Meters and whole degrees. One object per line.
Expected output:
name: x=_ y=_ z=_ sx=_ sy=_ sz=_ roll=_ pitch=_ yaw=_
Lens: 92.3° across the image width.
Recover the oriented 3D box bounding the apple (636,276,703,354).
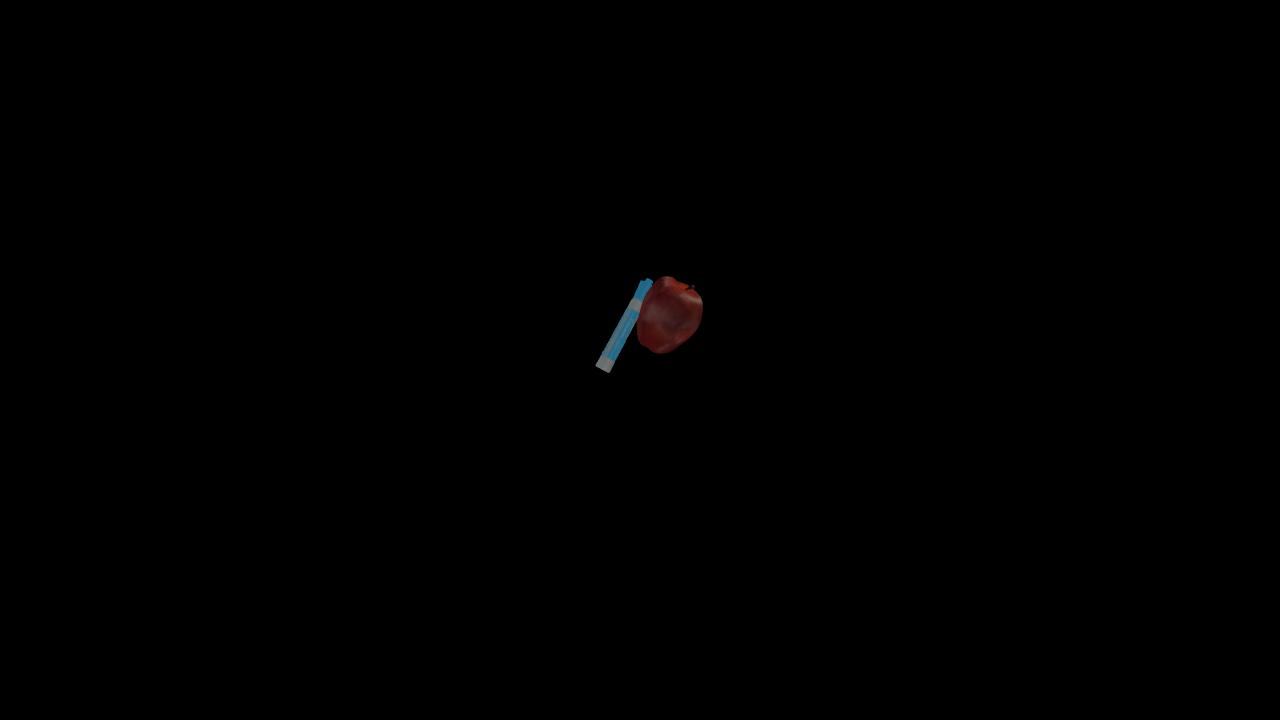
apple: x=0.035 y=-0.052 z=0.728 sx=0.079 sy=0.093 sz=0.079 roll=28 pitch=22 yaw=-13

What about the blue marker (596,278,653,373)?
blue marker: x=-0.016 y=-0.042 z=0.726 sx=0.020 sy=0.121 sz=0.020 roll=28 pitch=-4 yaw=2
